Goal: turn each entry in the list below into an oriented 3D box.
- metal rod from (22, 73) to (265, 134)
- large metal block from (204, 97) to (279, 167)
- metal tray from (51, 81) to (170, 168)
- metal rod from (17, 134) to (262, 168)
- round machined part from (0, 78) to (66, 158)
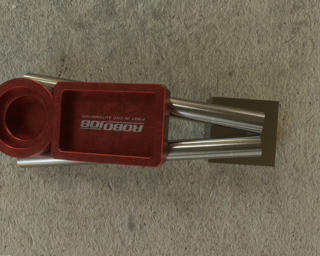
[{"bbox_3d":[-0.030,-0.033,0.378,0.301,0.025,0.025,11,90,12],"label":"metal rod"},{"bbox_3d":[0.101,0.004,0.398,0.081,0.050,0.079,4,90,-1],"label":"large metal block"},{"bbox_3d":[-0.057,-0.006,0.356,0.131,0.030,0.089,3,90,12],"label":"metal tray"},{"bbox_3d":[-0.034,0.030,0.379,0.301,0.025,0.025,-4,90,12],"label":"metal rod"},{"bbox_3d":[-0.166,-0.012,0.395,0.098,0.042,0.097,0,90,10],"label":"round machined part"}]
